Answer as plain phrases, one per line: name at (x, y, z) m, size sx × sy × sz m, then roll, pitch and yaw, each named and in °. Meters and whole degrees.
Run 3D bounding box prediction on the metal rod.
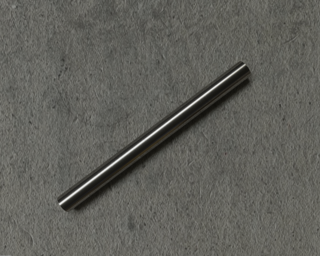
metal rod at (-0.007, 0.011, 0.411) m, size 0.301 × 0.025 × 0.025 m, roll -37°, pitch 90°, yaw -1°
